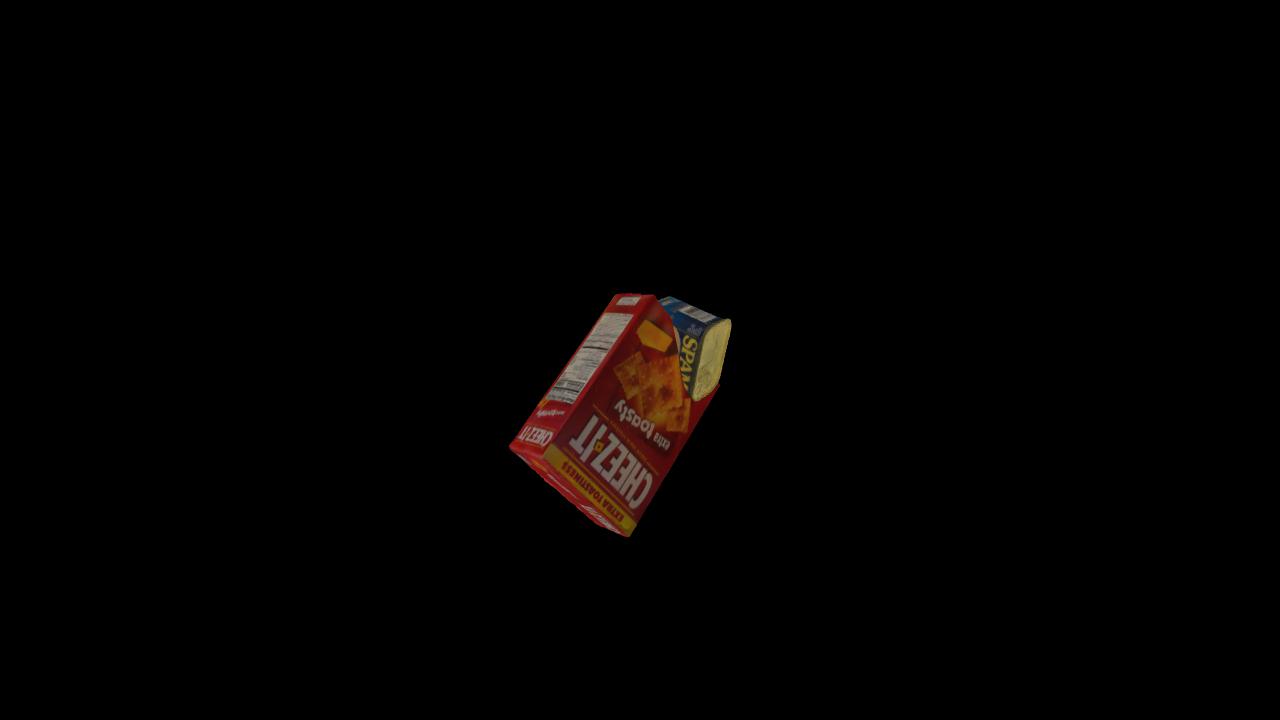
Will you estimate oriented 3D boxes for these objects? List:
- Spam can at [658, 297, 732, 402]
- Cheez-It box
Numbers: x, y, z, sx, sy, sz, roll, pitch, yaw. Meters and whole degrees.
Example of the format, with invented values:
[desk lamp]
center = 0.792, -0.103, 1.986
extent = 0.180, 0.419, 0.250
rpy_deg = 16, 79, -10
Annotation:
[Spam can]
center = 0.052, -0.016, 0.727
extent = 0.085, 0.101, 0.058
rpy_deg = 28, 34, 30
[Cheez-It box]
center = -0.019, 0.059, 0.695
extent = 0.071, 0.223, 0.166
rpy_deg = 6, -36, 47
